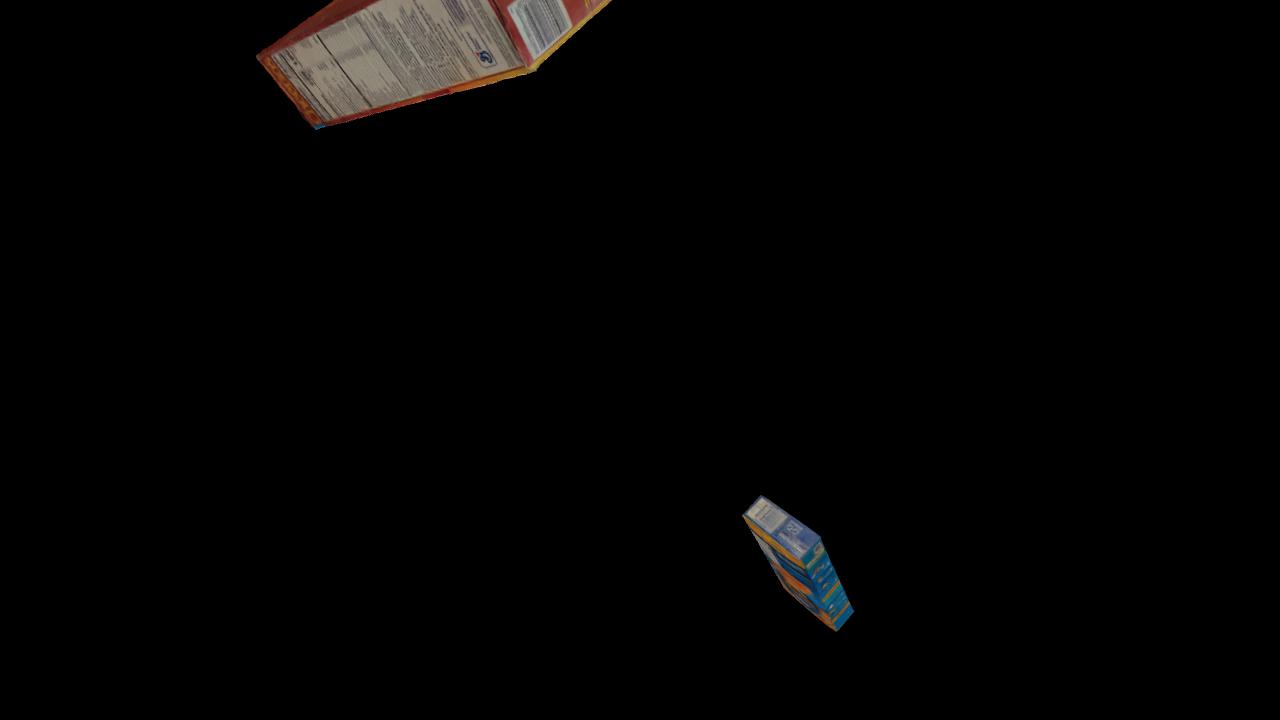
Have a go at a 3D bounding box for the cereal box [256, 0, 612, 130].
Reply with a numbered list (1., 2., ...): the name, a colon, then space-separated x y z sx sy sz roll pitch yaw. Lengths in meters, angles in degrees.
1. cereal box: -0.142 -0.281 0.477 0.306 0.203 0.081 9 -36 40

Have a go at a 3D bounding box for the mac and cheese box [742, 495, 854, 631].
1. mac and cheese box: 0.190 0.244 0.733 0.041 0.184 0.093 -42 38 -15
